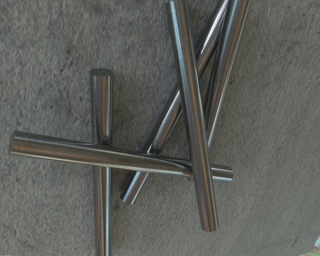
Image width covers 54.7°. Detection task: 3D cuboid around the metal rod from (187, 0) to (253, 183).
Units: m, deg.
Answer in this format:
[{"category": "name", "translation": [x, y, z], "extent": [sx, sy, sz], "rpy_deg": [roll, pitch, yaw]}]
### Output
[{"category": "metal rod", "translation": [0.072, -0.042, 0.400], "extent": [0.025, 0.025, 0.298], "rpy_deg": [-10, 130, -24]}]

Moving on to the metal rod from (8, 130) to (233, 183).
[{"category": "metal rod", "translation": [-0.022, 0.042, 0.387], "extent": [0.302, 0.025, 0.025], "rpy_deg": [13, 112, -33]}]

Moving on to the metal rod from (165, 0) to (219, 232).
[{"category": "metal rod", "translation": [0.044, 0.000, 0.385], "extent": [0.025, 0.025, 0.298], "rpy_deg": [-18, 111, -19]}]

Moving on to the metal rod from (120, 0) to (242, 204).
[{"category": "metal rod", "translation": [0.019, -0.026, 0.402], "extent": [0.025, 0.025, 0.298], "rpy_deg": [15, 110, -35]}]

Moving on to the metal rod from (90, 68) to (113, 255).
[{"category": "metal rod", "translation": [-0.075, 0.069, 0.409], "extent": [0.025, 0.025, 0.298], "rpy_deg": [-9, 123, -24]}]
